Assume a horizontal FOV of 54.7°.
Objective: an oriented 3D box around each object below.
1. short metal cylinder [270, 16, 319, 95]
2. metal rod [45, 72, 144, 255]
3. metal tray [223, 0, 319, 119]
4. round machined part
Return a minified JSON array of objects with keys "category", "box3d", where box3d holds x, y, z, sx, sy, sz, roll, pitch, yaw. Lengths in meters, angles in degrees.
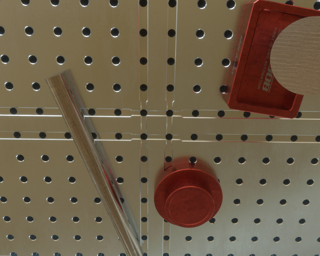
[{"category":"short metal cylinder","box3d":[0.169,-0.078,0.339,0.080,0.050,0.079,9,106,32]},{"category":"metal rod","box3d":[-0.085,0.067,0.437,0.025,0.025,0.298,-17,109,6]},{"category":"metal tray","box3d":[0.139,-0.082,0.381,0.091,0.030,0.129,9,110,-4]},{"category":"round machined part","box3d":[0.041,0.102,0.442,0.099,0.042,0.097,0,110,0]}]
